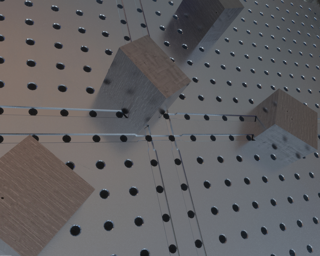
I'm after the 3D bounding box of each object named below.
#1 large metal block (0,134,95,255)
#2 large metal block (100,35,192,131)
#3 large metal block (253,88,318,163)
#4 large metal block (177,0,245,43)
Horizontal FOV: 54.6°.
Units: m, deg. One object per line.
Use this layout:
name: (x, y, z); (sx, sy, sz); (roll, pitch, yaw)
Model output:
large metal block: (-0.122, 0.067, 0.285); (0.080, 0.050, 0.080); (40, 51, -1)
large metal block: (-0.021, -0.056, 0.395); (0.080, 0.080, 0.050); (48, 51, 5)
large metal block: (0.205, -0.004, 0.504); (0.080, 0.050, 0.080); (30, 52, -9)
large metal block: (0.087, -0.211, 0.547); (0.050, 0.080, 0.080); (-20, 72, -35)
